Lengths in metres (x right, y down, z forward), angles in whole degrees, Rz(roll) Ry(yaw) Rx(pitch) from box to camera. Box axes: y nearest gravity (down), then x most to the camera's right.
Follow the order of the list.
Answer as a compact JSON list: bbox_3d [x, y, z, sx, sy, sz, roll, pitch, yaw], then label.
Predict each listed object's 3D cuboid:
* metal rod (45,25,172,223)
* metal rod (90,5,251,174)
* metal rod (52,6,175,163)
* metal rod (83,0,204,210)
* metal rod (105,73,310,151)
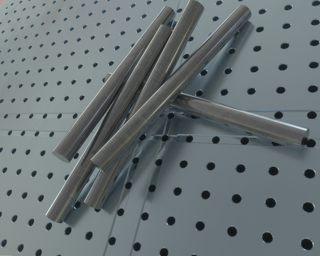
[{"bbox_3d":[-0.064,-0.010,0.423,0.025,0.025,0.299,26,82,36],"label":"metal rod"},{"bbox_3d":[0.025,-0.061,0.401,0.025,0.025,0.301,28,67,37],"label":"metal rod"},{"bbox_3d":[-0.054,-0.078,0.449,0.025,0.025,0.300,11,57,32],"label":"metal rod"},{"bbox_3d":[-0.018,-0.035,0.408,0.025,0.025,0.299,23,82,36],"label":"metal rod"},{"bbox_3d":[0.036,-0.032,0.407,0.300,0.025,0.025,21,73,35],"label":"metal rod"}]
